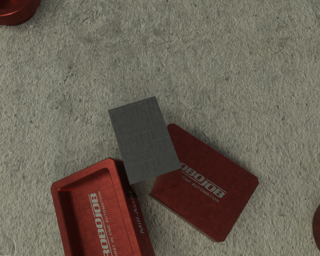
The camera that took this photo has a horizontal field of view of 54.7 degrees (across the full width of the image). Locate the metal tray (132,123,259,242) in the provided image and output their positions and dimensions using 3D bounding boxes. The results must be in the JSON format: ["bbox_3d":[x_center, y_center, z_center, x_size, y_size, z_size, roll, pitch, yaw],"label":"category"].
[{"bbox_3d":[0.041,0.065,0.382,0.130,0.030,0.090,34,73,11],"label":"metal tray"}]

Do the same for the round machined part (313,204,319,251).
[{"bbox_3d":[0.235,0.121,0.358,0.099,0.042,0.098,0,70,-1],"label":"round machined part"}]

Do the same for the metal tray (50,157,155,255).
[{"bbox_3d":[-0.065,0.109,0.347,0.090,0.030,0.130,-25,71,15],"label":"metal tray"}]

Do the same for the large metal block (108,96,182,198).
[{"bbox_3d":[-0.015,0.024,0.337,0.050,0.080,0.080,-18,69,-5],"label":"large metal block"}]

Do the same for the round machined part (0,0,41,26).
[{"bbox_3d":[-0.228,-0.195,0.467,0.099,0.042,0.098,0,70,-1],"label":"round machined part"}]
